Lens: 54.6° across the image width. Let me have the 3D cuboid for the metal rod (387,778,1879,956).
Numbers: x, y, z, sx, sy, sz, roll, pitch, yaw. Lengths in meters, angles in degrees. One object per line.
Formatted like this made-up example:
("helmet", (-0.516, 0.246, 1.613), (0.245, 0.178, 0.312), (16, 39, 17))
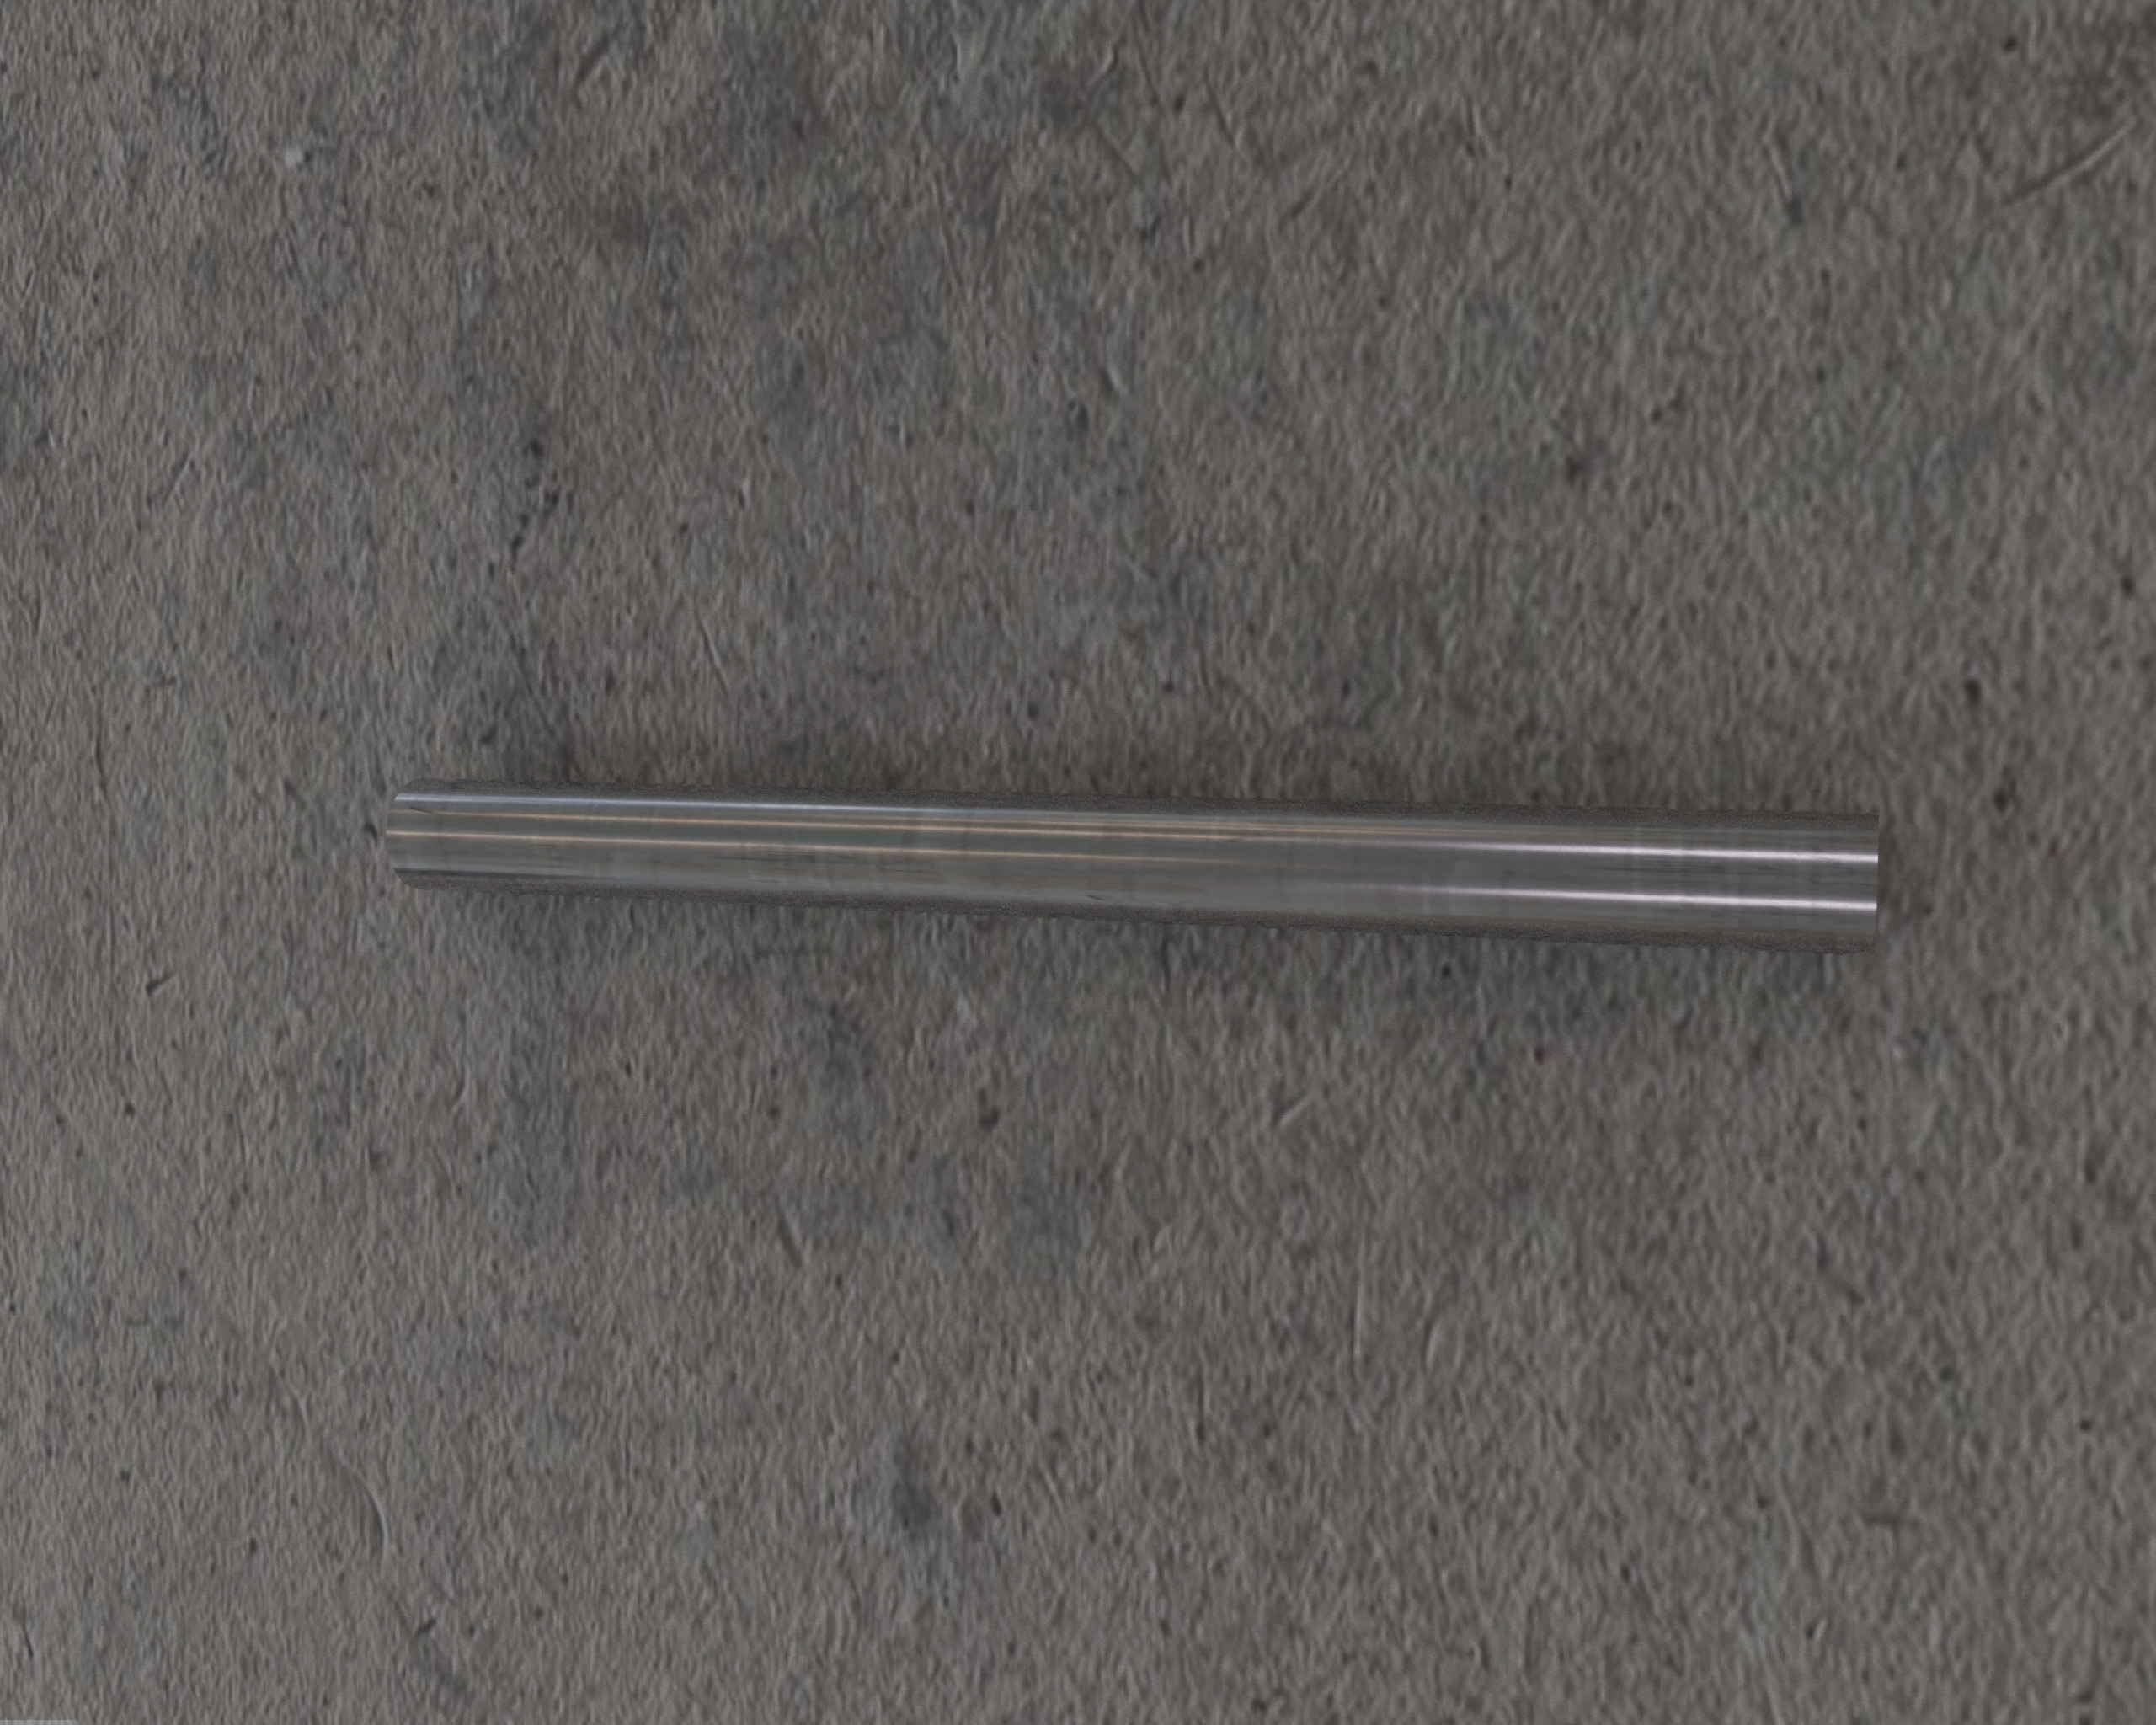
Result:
("metal rod", (-0.003, -0.001, 0.412), (0.301, 0.025, 0.025), (2, 91, 20))
